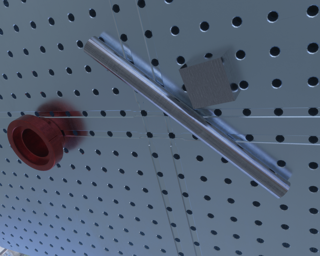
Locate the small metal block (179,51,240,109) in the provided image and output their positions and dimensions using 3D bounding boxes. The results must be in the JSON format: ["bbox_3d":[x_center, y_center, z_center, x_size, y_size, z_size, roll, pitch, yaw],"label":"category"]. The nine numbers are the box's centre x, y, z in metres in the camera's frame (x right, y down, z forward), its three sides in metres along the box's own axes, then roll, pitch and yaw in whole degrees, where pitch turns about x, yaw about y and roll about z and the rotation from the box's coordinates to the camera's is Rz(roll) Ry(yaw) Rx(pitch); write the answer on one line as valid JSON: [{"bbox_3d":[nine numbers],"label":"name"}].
[{"bbox_3d":[0.056,-0.053,0.349,0.050,0.025,0.050,-10,113,32],"label":"small metal block"}]

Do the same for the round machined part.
[{"bbox_3d":[-0.201,0.020,0.519,0.098,0.042,0.097,13,124,21],"label":"round machined part"}]

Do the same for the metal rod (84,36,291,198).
[{"bbox_3d":[0.031,-0.015,0.385,0.300,0.025,0.025,37,129,3],"label":"metal rod"}]
